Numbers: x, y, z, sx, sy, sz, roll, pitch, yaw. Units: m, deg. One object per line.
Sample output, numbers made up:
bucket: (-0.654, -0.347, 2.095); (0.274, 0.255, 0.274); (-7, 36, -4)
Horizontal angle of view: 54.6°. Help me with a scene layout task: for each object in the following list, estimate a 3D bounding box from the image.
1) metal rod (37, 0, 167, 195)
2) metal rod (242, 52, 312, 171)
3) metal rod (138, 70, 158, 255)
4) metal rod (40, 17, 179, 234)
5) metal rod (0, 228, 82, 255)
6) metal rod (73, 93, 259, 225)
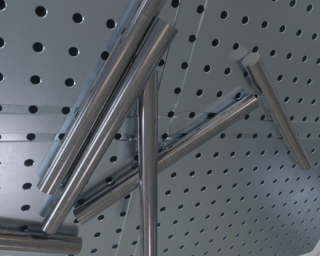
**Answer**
metal rod: (-0.060, -0.050, 0.346); (0.025, 0.025, 0.299); (23, 106, -36)
metal rod: (0.204, -0.010, 0.515); (0.025, 0.025, 0.300); (-43, 129, 1)
metal rod: (-0.015, 0.073, 0.414); (0.025, 0.025, 0.298); (-9, 112, -24)
metal rod: (-0.069, 0.011, 0.366); (0.025, 0.025, 0.299); (20, 112, -36)
metal rod: (-0.232, 0.125, 0.361); (0.302, 0.025, 0.025); (22, 106, -36)
metal rod: (0.013, 0.040, 0.442); (0.301, 0.025, 0.025); (-33, 129, -7)
